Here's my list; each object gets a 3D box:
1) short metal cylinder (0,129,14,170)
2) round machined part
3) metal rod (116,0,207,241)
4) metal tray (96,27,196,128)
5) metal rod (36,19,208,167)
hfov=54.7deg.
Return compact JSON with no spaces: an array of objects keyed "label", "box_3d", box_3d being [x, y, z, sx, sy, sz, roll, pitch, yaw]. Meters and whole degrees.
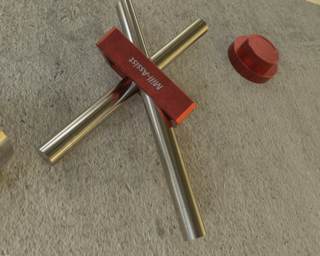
[{"label":"short metal cylinder","box_3d":[-0.176,0.018,0.263,0.080,0.080,0.050,34,51,-6]},{"label":"round machined part","box_3d":[0.178,-0.133,0.570,0.099,0.042,0.098,14,56,-21]},{"label":"metal rod","box_3d":[-0.005,-0.023,0.363,0.025,0.025,0.299,-6,70,-31]},{"label":"metal tray","box_3d":[-0.016,-0.057,0.387,0.130,0.090,0.030,44,87,2]},{"label":"metal rod","box_3d":[-0.028,-0.062,0.397,0.025,0.025,0.301,44,60,1]}]
